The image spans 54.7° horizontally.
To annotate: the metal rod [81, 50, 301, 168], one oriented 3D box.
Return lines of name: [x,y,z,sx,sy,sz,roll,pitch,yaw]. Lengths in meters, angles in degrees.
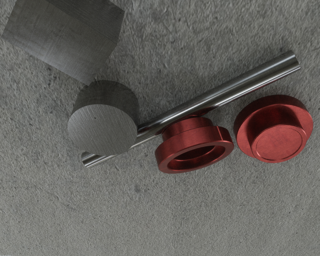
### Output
metal rod: [0.023,-0.015,0.394,0.300,0.025,0.025,-26,126,20]

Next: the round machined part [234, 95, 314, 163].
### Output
round machined part: [0.150,0.008,0.405,0.099,0.042,0.097,0,130,0]

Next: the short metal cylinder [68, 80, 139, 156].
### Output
short metal cylinder: [-0.067,-0.012,0.380,0.081,0.050,0.079,0,130,0]

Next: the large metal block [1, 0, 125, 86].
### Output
large metal block: [-0.084,-0.097,0.287,0.080,0.080,0.050,29,124,-23]

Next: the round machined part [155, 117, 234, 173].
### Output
round machined part: [0.041,0.020,0.397,0.099,0.042,0.098,-13,155,-6]
